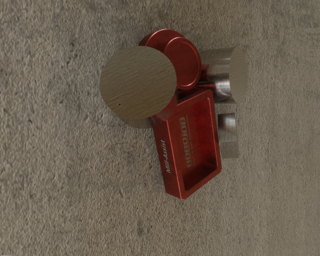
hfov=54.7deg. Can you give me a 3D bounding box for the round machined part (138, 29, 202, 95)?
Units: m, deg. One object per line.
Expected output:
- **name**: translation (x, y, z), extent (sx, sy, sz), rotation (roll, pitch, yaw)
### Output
- **round machined part**: translation (0.017, -0.082, 0.410), extent (0.099, 0.042, 0.097), rotation (0, 90, -40)

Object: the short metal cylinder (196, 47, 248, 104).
- **short metal cylinder**: translation (0.091, -0.075, 0.452), extent (0.080, 0.050, 0.079), rotation (-6, 96, -57)

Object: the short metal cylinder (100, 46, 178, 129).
- **short metal cylinder**: translation (-0.021, -0.043, 0.344), extent (0.050, 0.080, 0.080), rotation (67, 35, -77)

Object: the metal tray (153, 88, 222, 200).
- **metal tray**: translation (0.039, 0.020, 0.421), extent (0.091, 0.030, 0.129), rotation (-28, 117, -37)

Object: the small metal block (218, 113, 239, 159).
- **small metal block**: translation (0.104, 0.012, 0.470), extent (0.050, 0.025, 0.050), rotation (64, 25, -53)
